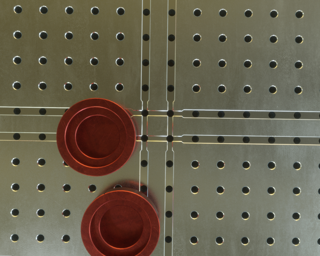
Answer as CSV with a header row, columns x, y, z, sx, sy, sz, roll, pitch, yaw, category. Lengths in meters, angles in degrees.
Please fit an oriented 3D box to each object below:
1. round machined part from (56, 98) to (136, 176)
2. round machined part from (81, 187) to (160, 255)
x,y,z,sx,sy,sz,roll,pitch,yaw,category
-0.079,0.011,0.404,0.099,0.042,0.097,0,90,0,round machined part
-0.049,0.126,0.405,0.099,0.042,0.097,0,90,0,round machined part
